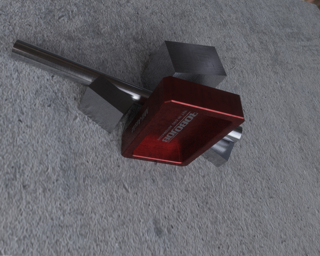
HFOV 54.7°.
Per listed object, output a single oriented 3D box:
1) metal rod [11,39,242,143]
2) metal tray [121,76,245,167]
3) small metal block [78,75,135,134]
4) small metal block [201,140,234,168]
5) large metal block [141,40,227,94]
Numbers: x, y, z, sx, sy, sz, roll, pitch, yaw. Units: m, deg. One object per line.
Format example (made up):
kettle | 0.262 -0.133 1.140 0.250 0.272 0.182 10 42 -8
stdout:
metal rod | -0.033 -0.043 0.397 0.302 0.025 0.025 20 54 -10
metal tray | 0.019 0.001 0.350 0.091 0.129 0.030 12 57 -22
small metal block | -0.065 -0.027 0.371 0.050 0.050 0.025 38 51 -3
small metal block | 0.075 0.019 0.437 0.050 0.025 0.050 36 51 -5
large metal block | 0.030 -0.071 0.430 0.081 0.080 0.050 -2 63 -30
